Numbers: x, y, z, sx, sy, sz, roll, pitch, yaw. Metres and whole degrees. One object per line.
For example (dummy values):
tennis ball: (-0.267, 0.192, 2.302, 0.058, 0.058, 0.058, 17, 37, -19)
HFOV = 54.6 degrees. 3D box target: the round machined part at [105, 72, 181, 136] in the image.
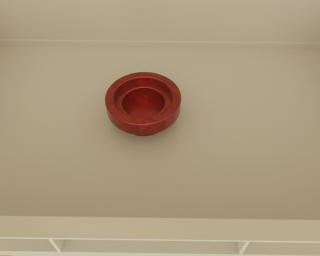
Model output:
round machined part: (-0.022, -0.028, 0.418, 0.099, 0.042, 0.098, 0, 50, 0)
